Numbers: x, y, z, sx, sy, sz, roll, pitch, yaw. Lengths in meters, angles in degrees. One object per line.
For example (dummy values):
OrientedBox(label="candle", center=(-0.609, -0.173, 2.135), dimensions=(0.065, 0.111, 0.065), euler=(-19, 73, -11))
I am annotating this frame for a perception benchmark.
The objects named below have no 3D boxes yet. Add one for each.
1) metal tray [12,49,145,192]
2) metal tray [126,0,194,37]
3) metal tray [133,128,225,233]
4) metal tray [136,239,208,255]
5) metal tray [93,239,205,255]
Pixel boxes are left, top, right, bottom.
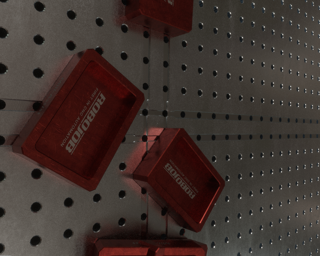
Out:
OrientedBox(label="metal tray", center=(-0.082, -0.009, 0.338), dimensions=(0.090, 0.030, 0.130), euler=(41, 65, -33))
OrientedBox(label="metal tray", center=(0.004, -0.198, 0.411), dimensions=(0.091, 0.030, 0.129), euler=(6, 87, -40))
OrientedBox(label="metal tray", center=(0.033, 0.073, 0.435), dimensions=(0.130, 0.030, 0.090), euler=(50, 60, -28))
OrientedBox(label="metal tray", center=(0.012, 0.194, 0.399), dimensions=(0.131, 0.030, 0.090), euler=(25, 74, -51))
OrientedBox(label="metal tray", center=(-0.015, 0.182, 0.367), dimensions=(0.131, 0.030, 0.089), euler=(8, 84, -19))
